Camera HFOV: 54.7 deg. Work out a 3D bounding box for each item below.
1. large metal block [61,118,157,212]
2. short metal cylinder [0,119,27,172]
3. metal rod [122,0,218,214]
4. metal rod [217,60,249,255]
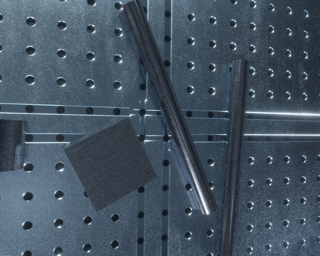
[{"bbox_3d":[-0.062,0.041,0.377,0.081,0.050,0.080,-28,100,-18],"label":"large metal block"},{"bbox_3d":[-0.182,0.015,0.316,0.081,0.080,0.050,4,89,-20],"label":"short metal cylinder"},{"bbox_3d":[0.016,-0.022,0.419,0.025,0.025,0.298,-24,98,-19],"label":"metal rod"},{"bbox_3d":[0.107,0.051,0.453,0.025,0.025,0.298,5,88,-20],"label":"metal rod"}]
